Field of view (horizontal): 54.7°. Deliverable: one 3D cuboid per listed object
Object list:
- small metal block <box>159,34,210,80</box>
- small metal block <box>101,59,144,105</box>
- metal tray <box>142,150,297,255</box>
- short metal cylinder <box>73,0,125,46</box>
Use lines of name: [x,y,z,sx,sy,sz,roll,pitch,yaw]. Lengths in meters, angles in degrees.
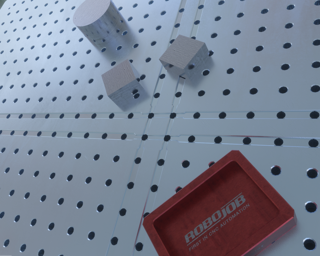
small metal block: [0.036,-0.104,0.454,0.050,0.025,0.050,32,79,38]
small metal block: [-0.059,-0.072,0.484,0.050,0.025,0.050,-30,52,9]
metal tray: [0.057,0.095,0.316,0.130,0.030,0.090,-38,51,2]
short metal cylinder: [-0.113,-0.201,0.575,0.080,0.050,0.080,-13,56,21]
